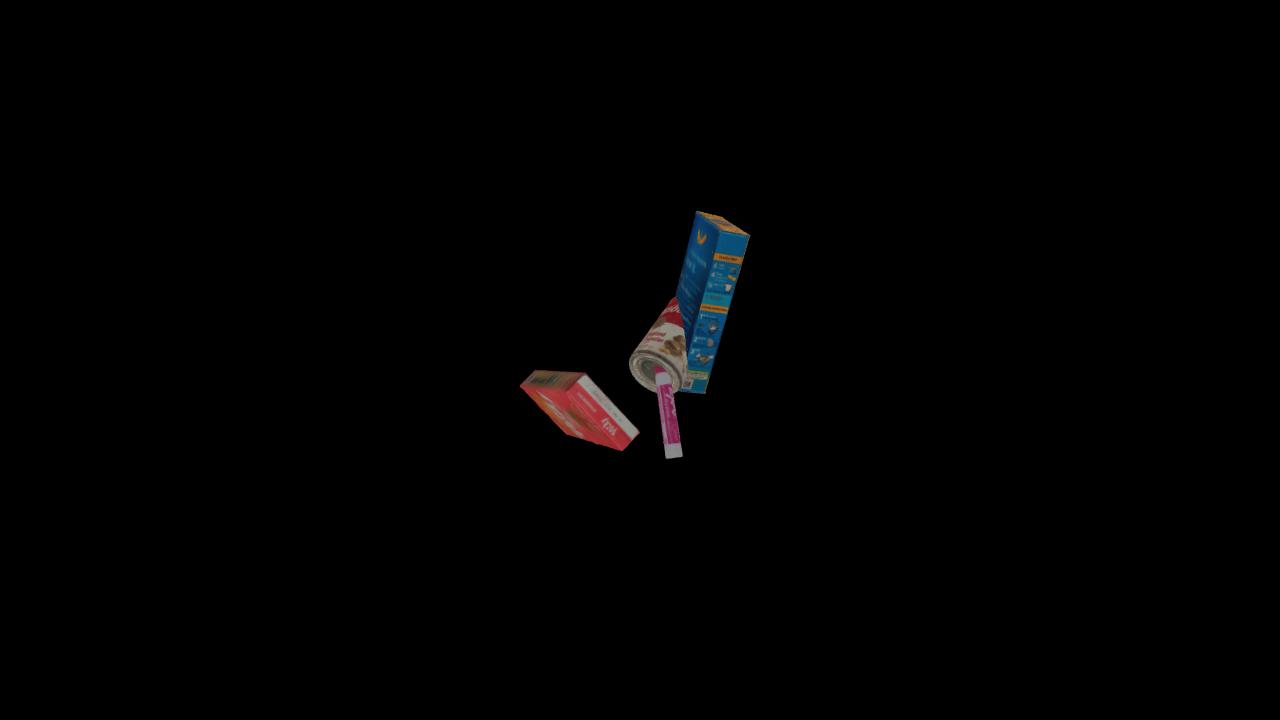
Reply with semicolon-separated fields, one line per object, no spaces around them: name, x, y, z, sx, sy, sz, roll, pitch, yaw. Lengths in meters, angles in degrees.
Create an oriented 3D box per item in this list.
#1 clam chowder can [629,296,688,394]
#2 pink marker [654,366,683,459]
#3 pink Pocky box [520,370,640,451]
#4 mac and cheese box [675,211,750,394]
clam chowder can;0.039;-0.017;0.705;0.068;0.068;0.102;0;43;40
pink marker;0.029;0.046;0.668;0.020;0.121;0.020;-8;-9;-1
pink Pocky box;-0.068;0.049;0.641;0.029;0.084;0.155;-47;20;-19
mac and cheese box;0.068;-0.065;0.692;0.041;0.184;0.093;8;23;-15
